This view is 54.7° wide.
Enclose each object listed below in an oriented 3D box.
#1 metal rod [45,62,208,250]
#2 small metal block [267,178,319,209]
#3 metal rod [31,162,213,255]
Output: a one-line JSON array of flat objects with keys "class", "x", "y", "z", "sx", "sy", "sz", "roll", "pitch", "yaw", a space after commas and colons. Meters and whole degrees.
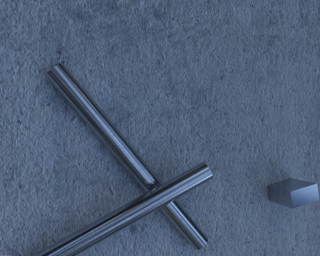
[{"class": "metal rod", "x": -0.034, "y": 0.045, "z": 0.397, "sx": 0.025, "sy": 0.025, "sz": 0.300, "roll": -42, "pitch": 104, "yaw": -15}, {"class": "small metal block", "x": 0.202, "y": 0.098, "z": 0.473, "sx": 0.050, "sy": 0.050, "sz": 0.025, "roll": -10, "pitch": 94, "yaw": -20}, {"class": "metal rod", "x": -0.071, "y": 0.121, "z": 0.366, "sx": 0.302, "sy": 0.025, "sz": 0.025, "roll": -27, "pitch": 99, "yaw": -12}]
